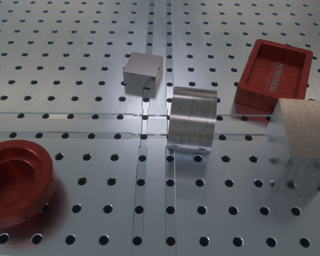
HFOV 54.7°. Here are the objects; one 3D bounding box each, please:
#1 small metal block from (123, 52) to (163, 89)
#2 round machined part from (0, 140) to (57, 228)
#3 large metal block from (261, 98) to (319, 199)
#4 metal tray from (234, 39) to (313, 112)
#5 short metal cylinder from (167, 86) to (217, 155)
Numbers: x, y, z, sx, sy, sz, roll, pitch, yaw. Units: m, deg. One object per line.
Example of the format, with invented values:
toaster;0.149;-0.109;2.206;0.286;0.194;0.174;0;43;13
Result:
small metal block;-0.025;-0.091;0.484;0.050;0.025;0.050;10;51;8
round machined part;-0.164;0.064;0.342;0.099;0.042;0.098;0;50;0
large metal block;0.155;0.024;0.353;0.050;0.080;0.080;5;50;4
metal tray;0.175;-0.080;0.472;0.090;0.030;0.130;18;52;15
short metal cylinder;0.039;-0.009;0.380;0.050;0.080;0.080;6;50;5
